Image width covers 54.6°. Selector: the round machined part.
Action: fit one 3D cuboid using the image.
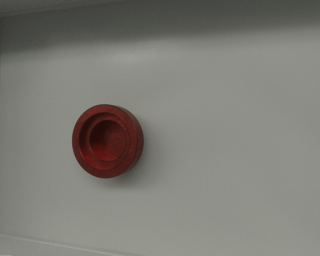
[{"bbox_3d":[-0.067,0.017,0.426,0.098,0.042,0.097,0,90,20],"label":"round machined part"}]
